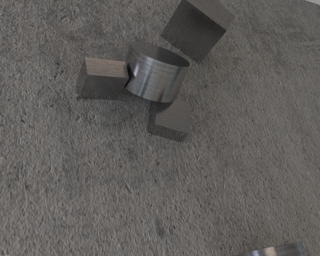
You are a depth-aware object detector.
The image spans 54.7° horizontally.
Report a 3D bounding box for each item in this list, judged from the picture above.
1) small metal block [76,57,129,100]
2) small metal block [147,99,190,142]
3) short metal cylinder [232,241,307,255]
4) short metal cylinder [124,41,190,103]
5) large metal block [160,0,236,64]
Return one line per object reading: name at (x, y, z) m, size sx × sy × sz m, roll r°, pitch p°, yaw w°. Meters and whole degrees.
small metal block at (-0.073, -0.059, 0.385) m, size 0.050 × 0.050 × 0.025 m, roll 0°, pitch 62°, yaw -28°
small metal block at (0.013, -0.014, 0.419) m, size 0.050 × 0.025 × 0.050 m, roll 16°, pitch 55°, yaw -19°
short metal cylinder at (0.124, 0.158, 0.338) m, size 0.081 × 0.080 × 0.050 m, roll 2°, pitch 61°, yaw -27°
short metal cylinder at (-0.008, -0.075, 0.408) m, size 0.080 × 0.050 × 0.080 m, roll 18°, pitch 25°, yaw -8°
large metal block at (0.060, -0.165, 0.501) m, size 0.080 × 0.080 × 0.050 m, roll 36°, pitch 51°, yaw -5°
